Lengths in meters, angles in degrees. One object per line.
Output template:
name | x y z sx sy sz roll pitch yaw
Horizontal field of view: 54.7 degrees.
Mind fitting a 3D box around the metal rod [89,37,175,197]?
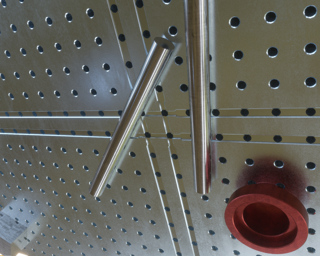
metal rod | -0.053 0.006 0.440 0.025 0.025 0.298 34 129 5

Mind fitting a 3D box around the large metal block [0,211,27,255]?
large metal block | -0.372 0.261 0.748 0.080 0.050 0.079 28 128 10

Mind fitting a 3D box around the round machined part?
round machined part | 0.136 0.110 0.396 0.098 0.042 0.097 13 124 20

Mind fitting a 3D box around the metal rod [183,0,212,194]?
metal rod | 0.045 -0.046 0.357 0.025 0.025 0.298 8 122 24
